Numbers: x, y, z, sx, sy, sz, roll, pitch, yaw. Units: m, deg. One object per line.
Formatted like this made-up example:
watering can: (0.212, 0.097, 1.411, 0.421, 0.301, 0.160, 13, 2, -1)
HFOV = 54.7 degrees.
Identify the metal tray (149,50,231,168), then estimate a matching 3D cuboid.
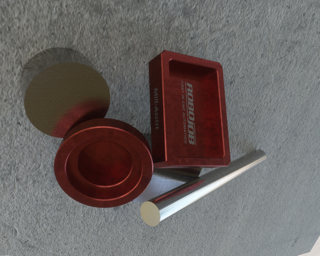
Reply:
metal tray: (0.035, -0.019, 0.365, 0.091, 0.030, 0.129, 5, 76, -31)

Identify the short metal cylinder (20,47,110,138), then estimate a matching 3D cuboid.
short metal cylinder: (-0.097, -0.037, 0.317, 0.081, 0.050, 0.079, -14, 125, -21)

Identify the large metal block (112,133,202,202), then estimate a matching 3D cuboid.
large metal block: (-0.006, 0.048, 0.400, 0.081, 0.080, 0.050, 4, 116, -31)

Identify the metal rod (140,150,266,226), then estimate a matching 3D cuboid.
metal rod: (0.082, 0.066, 0.420, 0.302, 0.025, 0.025, -11, 127, -52)

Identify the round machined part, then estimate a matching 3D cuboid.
round machined part: (-0.058, 0.033, 0.330, 0.099, 0.042, 0.097, -3, 116, -5)
